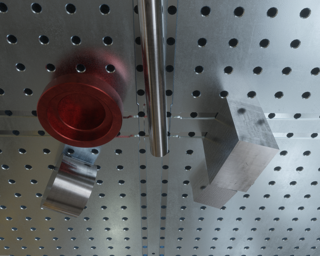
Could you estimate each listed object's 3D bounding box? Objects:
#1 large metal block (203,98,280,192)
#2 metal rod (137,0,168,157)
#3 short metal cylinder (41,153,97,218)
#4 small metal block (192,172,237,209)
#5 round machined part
[{"bbox_3d":[0.098,0.022,0.396,0.050,0.080,0.079,13,129,-11],"label":"large metal block"},{"bbox_3d":[-0.008,-0.081,0.342,0.025,0.025,0.298,-2,130,1],"label":"metal rod"},{"bbox_3d":[-0.130,0.082,0.444,0.050,0.080,0.080,24,126,-19],"label":"short metal cylinder"},{"bbox_3d":[0.087,0.101,0.499,0.050,0.025,0.050,20,127,-17],"label":"small metal block"},{"bbox_3d":[-0.094,-0.025,0.378,0.099,0.042,0.097,-1,130,0],"label":"round machined part"}]
